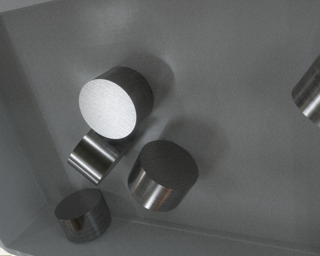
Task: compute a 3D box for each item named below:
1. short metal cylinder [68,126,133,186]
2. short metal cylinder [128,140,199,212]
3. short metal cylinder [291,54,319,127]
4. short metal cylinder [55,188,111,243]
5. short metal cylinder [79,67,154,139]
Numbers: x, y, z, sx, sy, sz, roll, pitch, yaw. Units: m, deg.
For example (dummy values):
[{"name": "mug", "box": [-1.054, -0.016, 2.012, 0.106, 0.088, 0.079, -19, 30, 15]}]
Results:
[{"name": "short metal cylinder", "box": [-0.083, 0.034, 0.436, 0.050, 0.080, 0.080, 39, 129, 2]}, {"name": "short metal cylinder", "box": [0.003, 0.062, 0.409, 0.080, 0.080, 0.050, 33, 128, 6]}, {"name": "short metal cylinder", "box": [0.165, -0.031, 0.267, 0.080, 0.080, 0.050, 31, 128, 7]}, {"name": "short metal cylinder", "box": [-0.132, 0.149, 0.532, 0.080, 0.080, 0.050, -3, 117, 29]}, {"name": "short metal cylinder", "box": [-0.055, -0.033, 0.398, 0.080, 0.050, 0.079, 11, 121, 20]}]
